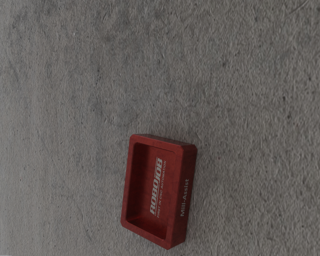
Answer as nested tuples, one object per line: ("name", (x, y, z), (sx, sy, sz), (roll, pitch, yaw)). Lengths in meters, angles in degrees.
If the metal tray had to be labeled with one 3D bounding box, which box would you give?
("metal tray", (-0.004, 0.078, 0.405), (0.090, 0.030, 0.129), (12, 97, 39))
